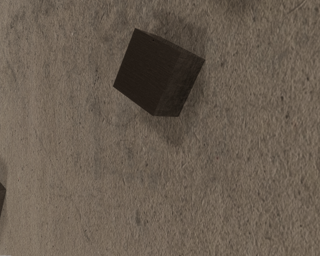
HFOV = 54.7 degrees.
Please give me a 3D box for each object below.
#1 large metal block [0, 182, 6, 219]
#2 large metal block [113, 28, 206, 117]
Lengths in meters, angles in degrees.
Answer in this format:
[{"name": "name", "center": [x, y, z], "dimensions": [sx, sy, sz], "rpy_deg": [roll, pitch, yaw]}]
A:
[{"name": "large metal block", "center": [-0.406, 0.167, 0.699], "dimensions": [0.050, 0.081, 0.079], "rpy_deg": [30, 109, 35]}, {"name": "large metal block", "center": [-0.003, -0.069, 0.390], "dimensions": [0.080, 0.050, 0.079], "rpy_deg": [37, 113, 33]}]
